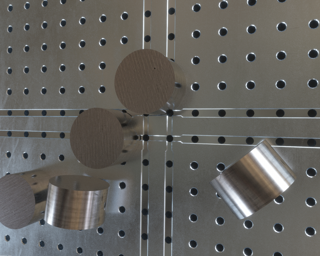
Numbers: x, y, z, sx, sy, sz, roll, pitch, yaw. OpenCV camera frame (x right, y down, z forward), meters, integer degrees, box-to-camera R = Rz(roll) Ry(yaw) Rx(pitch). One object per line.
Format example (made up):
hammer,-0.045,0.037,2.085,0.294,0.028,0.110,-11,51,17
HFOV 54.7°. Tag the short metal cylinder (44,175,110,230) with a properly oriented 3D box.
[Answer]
short metal cylinder,-0.113,0.099,0.423,0.080,0.080,0.050,10,94,19

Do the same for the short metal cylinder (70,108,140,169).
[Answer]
short metal cylinder,-0.075,0.013,0.426,0.080,0.050,0.079,0,90,20

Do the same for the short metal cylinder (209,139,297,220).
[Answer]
short metal cylinder,0.102,0.057,0.347,0.080,0.080,0.050,-41,77,15

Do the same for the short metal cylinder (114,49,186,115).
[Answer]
short metal cylinder,-0.011,-0.057,0.403,0.080,0.050,0.079,0,90,20

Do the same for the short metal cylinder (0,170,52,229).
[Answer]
short metal cylinder,-0.204,0.107,0.471,0.080,0.050,0.079,0,90,20
